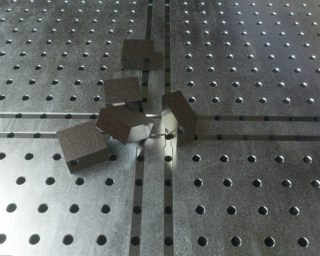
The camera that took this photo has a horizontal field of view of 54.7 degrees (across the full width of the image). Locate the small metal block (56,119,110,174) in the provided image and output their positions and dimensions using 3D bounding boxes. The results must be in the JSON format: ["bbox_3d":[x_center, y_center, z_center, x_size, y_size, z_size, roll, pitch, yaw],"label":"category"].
[{"bbox_3d":[-0.096,0.022,0.388,0.050,0.025,0.050,-20,53,-16],"label":"small metal block"}]

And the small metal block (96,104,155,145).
[{"bbox_3d":[-0.044,-0.006,0.397,0.050,0.025,0.050,31,24,23],"label":"small metal block"}]

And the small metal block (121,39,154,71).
[{"bbox_3d":[-0.035,-0.120,0.508,0.050,0.025,0.050,1,50,0],"label":"small metal block"}]

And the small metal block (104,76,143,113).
[{"bbox_3d":[-0.053,-0.046,0.445,0.050,0.025,0.050,-7,50,-7],"label":"small metal block"}]

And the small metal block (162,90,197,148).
[{"bbox_3d":[0.024,-0.012,0.402,0.025,0.050,0.050,-17,52,-14],"label":"small metal block"}]
